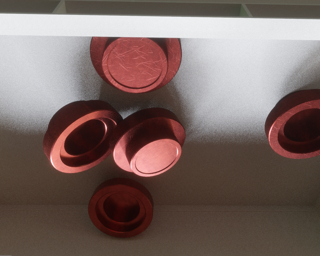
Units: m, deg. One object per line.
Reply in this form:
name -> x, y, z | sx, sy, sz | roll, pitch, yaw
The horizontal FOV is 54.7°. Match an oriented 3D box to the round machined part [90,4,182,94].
round machined part -> -0.025, -0.077, 0.332 | 0.099, 0.042, 0.097 | -1, 130, 0

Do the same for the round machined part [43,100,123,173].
round machined part -> -0.096, 0.005, 0.380 | 0.099, 0.042, 0.097 | -32, 147, -23

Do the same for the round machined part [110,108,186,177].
round machined part -> -0.011, 0.025, 0.398 | 0.099, 0.042, 0.097 | -16, 136, -15

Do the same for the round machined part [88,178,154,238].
round machined part -> -0.059, 0.120, 0.487 | 0.099, 0.042, 0.097 | 1, 112, 2

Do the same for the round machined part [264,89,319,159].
round machined part -> 0.183, -0.009, 0.393 | 0.099, 0.042, 0.097 | -1, 130, 0
